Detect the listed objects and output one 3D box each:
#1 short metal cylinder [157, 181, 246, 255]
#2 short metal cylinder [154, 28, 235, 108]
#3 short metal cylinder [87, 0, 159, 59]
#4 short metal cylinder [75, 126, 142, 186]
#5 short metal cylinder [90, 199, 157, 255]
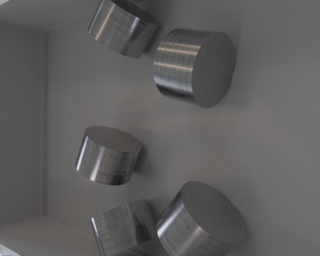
[{"bbox_3d":[0.044,0.104,0.335,0.080,0.081,0.050,48,119,29],"label":"short metal cylinder"},{"bbox_3d":[0.039,-0.066,0.339,0.050,0.081,0.079,20,103,38],"label":"short metal cylinder"},{"bbox_3d":[-0.048,-0.136,0.411,0.080,0.081,0.050,48,118,29],"label":"short metal cylinder"},{"bbox_3d":[-0.071,0.036,0.430,0.080,0.081,0.050,32,110,35],"label":"short metal cylinder"},{"bbox_3d":[-0.046,0.132,0.409,0.080,0.081,0.050,-34,69,35],"label":"short metal cylinder"}]
